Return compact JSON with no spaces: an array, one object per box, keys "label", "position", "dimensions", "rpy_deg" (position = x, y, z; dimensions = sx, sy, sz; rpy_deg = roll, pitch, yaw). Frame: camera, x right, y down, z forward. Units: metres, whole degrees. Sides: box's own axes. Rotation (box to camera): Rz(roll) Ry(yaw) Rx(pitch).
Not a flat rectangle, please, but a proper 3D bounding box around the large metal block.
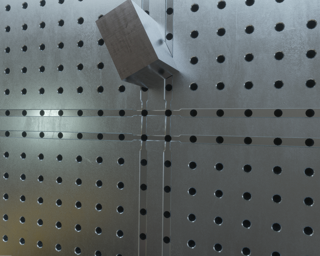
[{"label":"large metal block","position":[-0.026,-0.101,0.392],"dimensions":[0.050,0.080,0.080],"rpy_deg":[-27,81,18]}]
